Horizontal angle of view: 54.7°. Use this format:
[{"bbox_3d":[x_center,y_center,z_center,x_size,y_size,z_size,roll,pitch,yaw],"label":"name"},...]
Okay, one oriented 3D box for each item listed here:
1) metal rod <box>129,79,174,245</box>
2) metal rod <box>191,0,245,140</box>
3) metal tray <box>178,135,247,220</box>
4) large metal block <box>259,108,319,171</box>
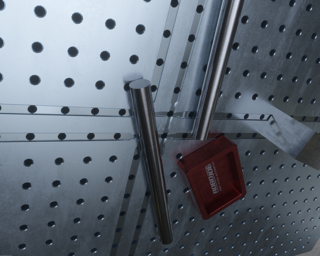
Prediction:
[{"bbox_3d":[-0.006,0.069,0.450,0.025,0.025,0.298,-20,126,-17],"label":"metal rod"},{"bbox_3d":[0.081,-0.119,0.381,0.025,0.025,0.298,-5,121,-26],"label":"metal rod"},{"bbox_3d":[0.090,0.084,0.508,0.090,0.030,0.129,-30,129,-10],"label":"metal tray"},{"bbox_3d":[0.228,0.019,0.512,0.080,0.080,0.050,22,107,-36],"label":"large metal block"}]
